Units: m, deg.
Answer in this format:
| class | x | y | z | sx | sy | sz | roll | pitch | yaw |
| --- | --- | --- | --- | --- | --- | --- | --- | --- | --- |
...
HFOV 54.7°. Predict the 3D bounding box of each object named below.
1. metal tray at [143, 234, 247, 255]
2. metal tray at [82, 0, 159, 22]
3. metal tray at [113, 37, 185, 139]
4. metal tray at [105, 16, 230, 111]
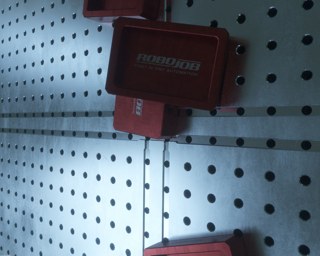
| class | x | y | z | sx | sy | sz | roll | pitch | yaw |
| --- | --- | --- | --- | --- | --- | --- | --- | --- | --- |
| metal tray | 0.045 | 0.181 | 0.367 | 0.130 | 0.030 | 0.090 | -22 | 76 | 37 |
| metal tray | -0.057 | -0.204 | 0.450 | 0.130 | 0.030 | 0.089 | 15 | 100 | 38 |
| metal tray | -0.017 | -0.055 | 0.418 | 0.090 | 0.030 | 0.129 | 10 | 97 | 39 |
| metal tray | 0.008 | -0.074 | 0.360 | 0.131 | 0.030 | 0.089 | 11 | 96 | 12 |
